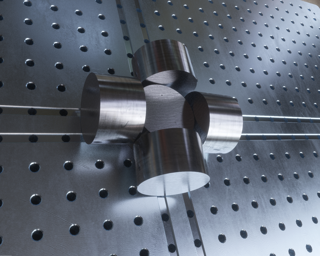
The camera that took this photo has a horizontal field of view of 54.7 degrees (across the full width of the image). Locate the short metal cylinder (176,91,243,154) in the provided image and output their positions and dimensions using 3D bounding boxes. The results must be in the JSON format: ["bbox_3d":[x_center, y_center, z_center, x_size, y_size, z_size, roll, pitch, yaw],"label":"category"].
[{"bbox_3d":[0.063,-0.006,0.411,0.050,0.080,0.080,4,60,-27],"label":"short metal cylinder"}]

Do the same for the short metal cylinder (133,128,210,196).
[{"bbox_3d":[0.012,0.041,0.353,0.081,0.080,0.050,6,59,-25],"label":"short metal cylinder"}]

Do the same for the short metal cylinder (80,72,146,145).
[{"bbox_3d":[-0.056,-0.021,0.355,0.050,0.080,0.080,2,61,-28],"label":"short metal cylinder"}]

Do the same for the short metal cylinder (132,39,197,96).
[{"bbox_3d":[0.005,-0.073,0.419,0.081,0.080,0.050,3,60,-27],"label":"short metal cylinder"}]

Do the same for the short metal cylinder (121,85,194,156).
[{"bbox_3d":[-0.004,-0.008,0.395,0.081,0.050,0.080,14,55,-22],"label":"short metal cylinder"}]
